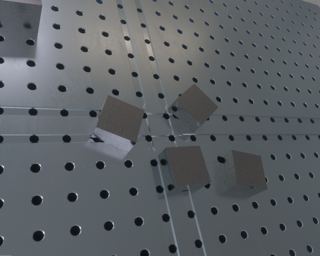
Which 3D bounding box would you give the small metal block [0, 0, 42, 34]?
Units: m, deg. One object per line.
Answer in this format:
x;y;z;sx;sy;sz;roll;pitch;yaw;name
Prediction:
-0.178;-0.146;0.385;0.050;0.050;0.025;-4;64;-30;small metal block

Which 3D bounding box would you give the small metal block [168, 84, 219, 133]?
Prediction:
0.049;-0.029;0.452;0.050;0.025;0.050;45;51;3;small metal block

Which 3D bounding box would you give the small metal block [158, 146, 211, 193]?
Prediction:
0.031;0.051;0.393;0.050;0.025;0.050;-1;62;-29;small metal block

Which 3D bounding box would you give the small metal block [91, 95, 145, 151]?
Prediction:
-0.051;-0.006;0.384;0.050;0.025;0.050;23;53;-15;small metal block

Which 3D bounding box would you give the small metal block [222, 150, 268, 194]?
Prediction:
0.117;0.062;0.432;0.050;0.025;0.050;12;57;-22;small metal block
